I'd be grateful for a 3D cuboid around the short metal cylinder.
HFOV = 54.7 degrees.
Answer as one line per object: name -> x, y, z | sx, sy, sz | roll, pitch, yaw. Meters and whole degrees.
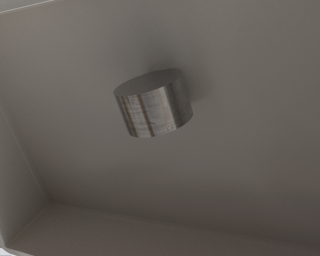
short metal cylinder -> -0.007, -0.030, 0.357 | 0.080, 0.080, 0.050 | -3, 117, 29
